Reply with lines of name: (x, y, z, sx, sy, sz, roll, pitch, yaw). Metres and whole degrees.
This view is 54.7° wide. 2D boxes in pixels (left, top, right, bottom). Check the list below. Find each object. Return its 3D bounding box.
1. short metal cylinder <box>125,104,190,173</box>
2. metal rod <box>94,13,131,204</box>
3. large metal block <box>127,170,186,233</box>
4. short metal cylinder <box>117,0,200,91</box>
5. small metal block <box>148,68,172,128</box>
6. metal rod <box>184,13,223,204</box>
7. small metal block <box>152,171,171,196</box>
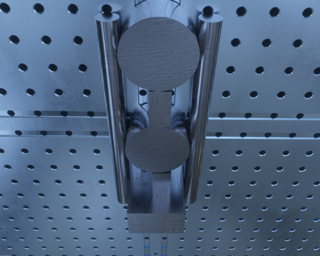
short metal cylinder: (-0.003, 0.013, 0.406, 0.081, 0.050, 0.079, 0, 130, 0)
metal rod: (-0.056, 0.001, 0.410, 0.025, 0.025, 0.298, 0, 130, -1)
large metal block: (-0.005, 0.110, 0.469, 0.081, 0.080, 0.050, 1, 130, -1)
short metal cylinder: (-0.001, -0.085, 0.322, 0.081, 0.050, 0.079, 0, 130, 0)
small metal block: (0.000, -0.036, 0.363, 0.025, 0.050, 0.050, 1, 130, -1)
metal rod: (0.050, 0.001, 0.412, 0.025, 0.025, 0.298, 0, 130, -1)
small metal block: (0.002, 0.063, 0.448, 0.025, 0.050, 0.050, 0, 130, 0)
